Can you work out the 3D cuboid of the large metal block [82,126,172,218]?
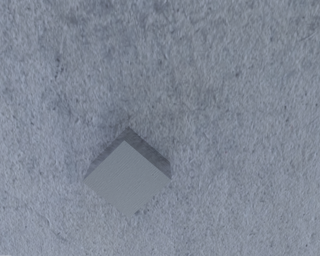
[{"bbox_3d":[-0.042,0.059,0.418,0.080,0.050,0.080,42,105,-14],"label":"large metal block"}]
